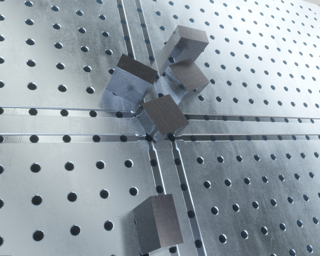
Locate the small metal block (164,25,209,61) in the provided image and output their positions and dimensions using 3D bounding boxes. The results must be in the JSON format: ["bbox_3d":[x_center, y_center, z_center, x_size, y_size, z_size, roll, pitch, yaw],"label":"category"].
[{"bbox_3d":[0.041,-0.132,0.495,0.050,0.050,0.025,3,61,-27],"label":"small metal block"}]

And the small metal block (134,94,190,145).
[{"bbox_3d":[0.003,-0.013,0.417,0.050,0.025,0.050,-24,75,-36],"label":"small metal block"}]

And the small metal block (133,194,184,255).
[{"bbox_3d":[-0.004,0.102,0.327,0.025,0.050,0.050,1,62,-28],"label":"small metal block"}]

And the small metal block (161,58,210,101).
[{"bbox_3d":[0.039,-0.075,0.475,0.050,0.025,0.050,-28,77,-37],"label":"small metal block"}]

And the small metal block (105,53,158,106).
[{"bbox_3d":[-0.038,-0.063,0.409,0.050,0.050,0.025,25,53,-13],"label":"small metal block"}]
